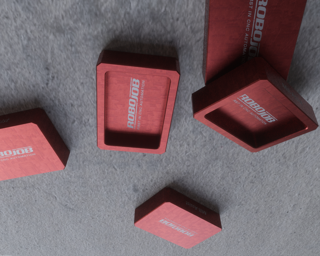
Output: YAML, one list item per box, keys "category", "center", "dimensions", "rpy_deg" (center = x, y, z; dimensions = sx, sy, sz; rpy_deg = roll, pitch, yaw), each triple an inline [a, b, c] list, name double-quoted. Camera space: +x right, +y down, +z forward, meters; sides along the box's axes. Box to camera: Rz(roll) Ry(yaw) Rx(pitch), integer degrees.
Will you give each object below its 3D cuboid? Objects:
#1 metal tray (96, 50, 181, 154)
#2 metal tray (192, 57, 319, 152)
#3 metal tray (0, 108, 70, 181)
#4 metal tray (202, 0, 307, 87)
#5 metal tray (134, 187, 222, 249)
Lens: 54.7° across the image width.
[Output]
- category: "metal tray"
  center: [-0.030, -0.026, 0.381]
  dimensions: [0.091, 0.030, 0.129]
  rpy_deg: [5, 130, -5]
- category: "metal tray"
  center: [0.111, -0.019, 0.360]
  dimensions: [0.090, 0.030, 0.131]
  rpy_deg: [-29, 139, 36]
- category: "metal tray"
  center: [-0.204, 0.027, 0.424]
  dimensions: [0.131, 0.030, 0.090]
  rpy_deg: [-11, 130, 8]
- category: "metal tray"
  center: [0.093, -0.104, 0.317]
  dimensions: [0.091, 0.030, 0.129]
  rpy_deg: [-2, 130, 1]
- category: "metal tray"
  center: [0.032, 0.161, 0.542]
  dimensions: [0.130, 0.030, 0.090]
  rpy_deg: [33, 123, -25]
